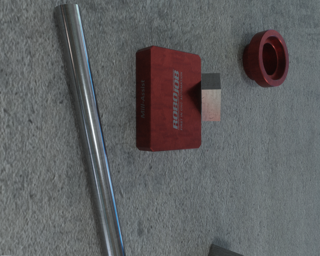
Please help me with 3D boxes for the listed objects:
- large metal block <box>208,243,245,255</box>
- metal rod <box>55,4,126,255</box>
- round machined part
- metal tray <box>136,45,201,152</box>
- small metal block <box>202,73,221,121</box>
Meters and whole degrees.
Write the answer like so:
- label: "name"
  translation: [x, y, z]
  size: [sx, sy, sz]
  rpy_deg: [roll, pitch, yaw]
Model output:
- label: "large metal block"
  translation: [0.110, 0.230, 0.461]
  size: [0.050, 0.080, 0.080]
  rpy_deg: [35, 68, -35]
- label: "metal rod"
  translation: [-0.073, 0.020, 0.343]
  size: [0.025, 0.025, 0.298]
  rpy_deg: [-16, 100, -39]
- label: "round machined part"
  translation: [0.183, -0.120, 0.546]
  size: [0.099, 0.042, 0.097]
  rpy_deg: [0, 90, -40]
- label: "metal tray"
  translation: [0.013, -0.036, 0.412]
  size: [0.091, 0.030, 0.129]
  rpy_deg: [-1, 90, -40]
- label: "small metal block"
  translation: [0.073, -0.044, 0.439]
  size: [0.050, 0.025, 0.050]
  rpy_deg: [-78, 165, -54]
